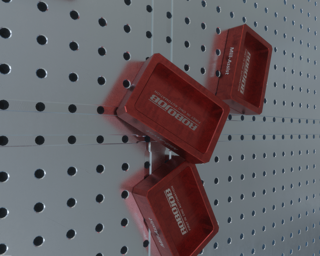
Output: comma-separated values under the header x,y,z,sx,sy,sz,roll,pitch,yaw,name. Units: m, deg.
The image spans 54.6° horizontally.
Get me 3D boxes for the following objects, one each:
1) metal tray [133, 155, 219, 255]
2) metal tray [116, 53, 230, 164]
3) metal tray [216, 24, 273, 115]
x,y,z,sx,sy,sz,roll,pitch,yaw,name
0.026,0.115,0.426,0.091,0.030,0.129,-34,111,-35,metal tray
0.022,-0.022,0.400,0.130,0.030,0.090,33,68,-19,metal tray
0.145,-0.096,0.525,0.090,0.030,0.130,21,77,-38,metal tray
